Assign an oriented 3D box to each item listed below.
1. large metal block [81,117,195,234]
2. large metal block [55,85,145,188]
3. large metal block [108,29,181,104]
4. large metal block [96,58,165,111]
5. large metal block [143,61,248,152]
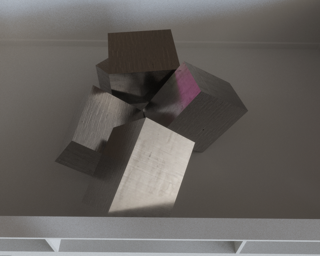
[{"bbox_3d":[-0.022,0.042,0.282,0.050,0.080,0.080,28,72,-22],"label":"large metal block"},{"bbox_3d":[-0.061,0.011,0.356,0.080,0.050,0.080,28,47,-22],"label":"large metal block"},{"bbox_3d":[-0.021,-0.077,0.389,0.081,0.050,0.080,-5,51,-5],"label":"large metal block"},{"bbox_3d":[-0.032,-0.072,0.449,0.080,0.050,0.080,36,59,26],"label":"large metal block"},{"bbox_3d":[0.040,-0.021,0.367,0.081,0.080,0.050,16,39,-38],"label":"large metal block"}]
